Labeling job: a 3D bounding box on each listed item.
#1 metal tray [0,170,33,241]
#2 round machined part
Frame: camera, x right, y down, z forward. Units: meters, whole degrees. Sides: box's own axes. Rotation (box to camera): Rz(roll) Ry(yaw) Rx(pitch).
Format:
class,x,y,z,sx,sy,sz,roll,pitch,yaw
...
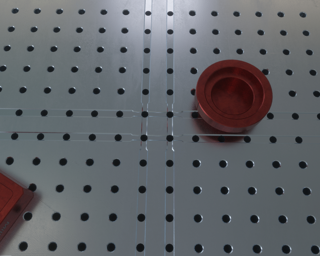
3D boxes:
class,x,y,z,sx,sy,sz,roll,pitch,yaw
metal tray,-0.230,0.108,0.367,0.090,0.030,0.130,30,72,10
round machined part,0.096,-0.039,0.418,0.099,0.042,0.098,0,70,0
